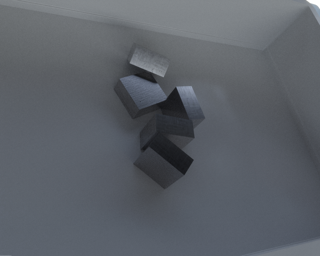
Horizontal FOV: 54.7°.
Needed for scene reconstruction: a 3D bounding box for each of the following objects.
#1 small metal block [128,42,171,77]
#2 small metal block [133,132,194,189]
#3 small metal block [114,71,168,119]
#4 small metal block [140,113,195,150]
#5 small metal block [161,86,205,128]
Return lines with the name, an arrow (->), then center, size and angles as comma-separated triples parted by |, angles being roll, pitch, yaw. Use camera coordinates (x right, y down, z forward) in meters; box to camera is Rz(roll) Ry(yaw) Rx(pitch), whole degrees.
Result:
small metal block -> -0.017, -0.097, 0.439 | 0.050, 0.025, 0.050 | 20, 15, -17
small metal block -> 0.003, 0.040, 0.367 | 0.050, 0.050, 0.025 | 39, 51, -2
small metal block -> -0.026, -0.046, 0.419 | 0.050, 0.025, 0.050 | -24, 75, -36
small metal block -> 0.008, 0.009, 0.388 | 0.050, 0.050, 0.025 | 10, 58, -23
small metal block -> 0.029, -0.021, 0.418 | 0.025, 0.050, 0.050 | -6, 65, -31
